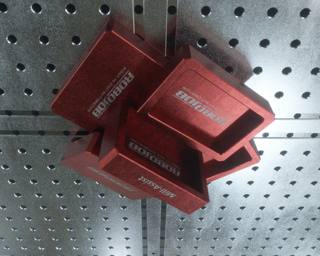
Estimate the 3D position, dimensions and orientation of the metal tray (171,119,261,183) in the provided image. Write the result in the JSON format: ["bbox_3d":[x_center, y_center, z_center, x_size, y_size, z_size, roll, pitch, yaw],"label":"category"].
[{"bbox_3d":[0.063,0.036,0.438,0.130,0.030,0.090,-27,126,20],"label":"metal tray"}]

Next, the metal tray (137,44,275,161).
[{"bbox_3d":[0.051,-0.022,0.351,0.131,0.030,0.090,29,124,-23],"label":"metal tray"}]

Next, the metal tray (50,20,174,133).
[{"bbox_3d":[-0.057,-0.048,0.365,0.090,0.030,0.129,32,123,-25],"label":"metal tray"}]

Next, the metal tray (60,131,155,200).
[{"bbox_3d":[-0.061,0.058,0.433,0.130,0.030,0.090,35,147,-26],"label":"metal tray"}]

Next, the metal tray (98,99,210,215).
[{"bbox_3d":[-0.003,0.033,0.357,0.130,0.090,0.030,33,122,-25],"label":"metal tray"}]
